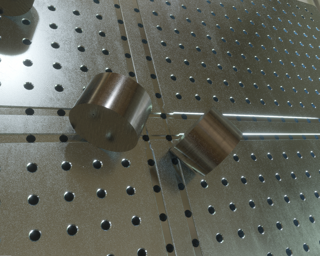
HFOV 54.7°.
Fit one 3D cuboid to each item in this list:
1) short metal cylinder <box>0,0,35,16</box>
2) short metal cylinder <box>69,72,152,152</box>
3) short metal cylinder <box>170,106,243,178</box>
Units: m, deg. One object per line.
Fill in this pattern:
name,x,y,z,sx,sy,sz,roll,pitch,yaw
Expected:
short metal cylinder,-0.193,-0.188,0.384,0.081,0.080,0.050,15,56,-21
short metal cylinder,-0.055,-0.017,0.355,0.080,0.080,0.050,29,52,-10
short metal cylinder,0.058,0.017,0.395,0.050,0.080,0.080,44,51,1
